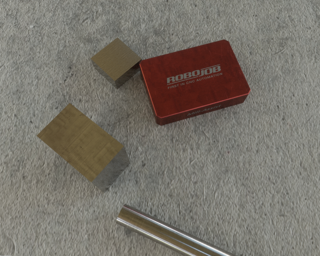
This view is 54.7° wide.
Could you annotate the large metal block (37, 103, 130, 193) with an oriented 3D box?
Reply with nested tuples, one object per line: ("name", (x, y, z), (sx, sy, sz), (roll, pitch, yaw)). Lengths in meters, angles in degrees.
("large metal block", (-0.085, 0.027, 0.368), (0.080, 0.080, 0.050), (37, 74, 12))

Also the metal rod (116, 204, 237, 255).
("metal rod", (0.091, 0.160, 0.350), (0.301, 0.025, 0.025), (23, 72, 7))

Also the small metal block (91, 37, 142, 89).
("small metal block", (-0.061, -0.092, 0.441), (0.050, 0.025, 0.050), (-43, 76, -14))

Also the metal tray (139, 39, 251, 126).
("metal tray", (0.046, -0.064, 0.430), (0.131, 0.030, 0.090), (-16, 71, -6))
